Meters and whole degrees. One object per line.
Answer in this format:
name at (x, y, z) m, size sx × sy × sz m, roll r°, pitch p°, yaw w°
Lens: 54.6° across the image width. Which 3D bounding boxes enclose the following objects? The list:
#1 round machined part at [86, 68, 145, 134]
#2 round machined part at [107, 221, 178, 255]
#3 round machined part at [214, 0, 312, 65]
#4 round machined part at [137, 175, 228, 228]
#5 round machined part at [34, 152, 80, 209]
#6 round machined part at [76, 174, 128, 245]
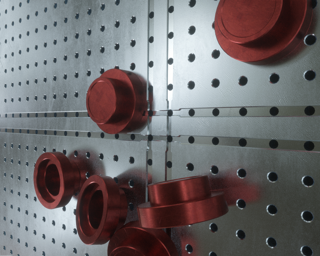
round machined part at (-0.072, -0.040, 0.459) m, size 0.098 × 0.042 × 0.097 m, roll 0°, pitch 90°, yaw 40°
round machined part at (-0.028, 0.176, 0.405) m, size 0.098 × 0.042 × 0.097 m, roll 5°, pitch 102°, yaw 24°
round machined part at (0.098, -0.117, 0.318) m, size 0.098 × 0.042 × 0.097 m, roll 0°, pitch 90°, yaw 40°
round machined part at (0.023, 0.078, 0.344) m, size 0.098 × 0.099 × 0.042 m, roll -16°, pitch 80°, yaw 39°
round machined part at (-0.179, 0.090, 0.548) m, size 0.098 × 0.042 × 0.097 m, roll 0°, pitch 90°, yaw 40°
round machined part at (-0.083, 0.120, 0.457) m, size 0.098 × 0.042 × 0.098 m, roll -22°, pitch 61°, yaw 47°
